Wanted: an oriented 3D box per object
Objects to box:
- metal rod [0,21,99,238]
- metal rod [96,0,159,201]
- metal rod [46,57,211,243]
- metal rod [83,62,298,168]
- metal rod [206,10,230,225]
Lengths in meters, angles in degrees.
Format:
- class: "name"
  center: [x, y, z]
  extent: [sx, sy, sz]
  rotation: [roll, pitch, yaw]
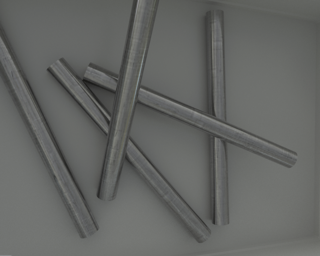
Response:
- class: "metal rod"
  center: [-0.144, -0.009, 0.357]
  extent: [0.025, 0.025, 0.299]
  rotation: [-26, 99, -18]
- class: "metal rod"
  center: [-0.033, -0.051, 0.335]
  extent: [0.025, 0.025, 0.298]
  rotation: [6, 112, -20]
- class: "metal rod"
  center: [-0.031, 0.038, 0.398]
  extent: [0.025, 0.025, 0.300]
  rotation: [-43, 104, -15]
- class: "metal rod"
  center: [0.047, -0.012, 0.406]
  extent: [0.302, 0.025, 0.025]
  rotation: [23, 83, -11]
- class: "metal rod"
  center: [0.082, -0.014, 0.440]
  extent: [0.025, 0.025, 0.298]
  rotation: [-2, 91, -20]
